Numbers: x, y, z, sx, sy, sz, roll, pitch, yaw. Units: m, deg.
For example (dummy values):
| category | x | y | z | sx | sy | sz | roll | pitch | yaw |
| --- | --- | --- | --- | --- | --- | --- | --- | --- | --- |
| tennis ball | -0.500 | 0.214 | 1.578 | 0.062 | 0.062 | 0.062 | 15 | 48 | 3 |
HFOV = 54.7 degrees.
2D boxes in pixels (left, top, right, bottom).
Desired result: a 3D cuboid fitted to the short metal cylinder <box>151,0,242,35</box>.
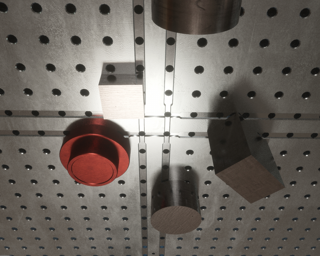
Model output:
| category | x | y | z | sx | sy | sz | roll | pitch | yaw |
| --- | --- | --- | --- | --- | --- | --- | --- | --- | --- |
| short metal cylinder | 0.032 | -0.122 | 0.272 | 0.081 | 0.080 | 0.050 | 0 | 130 | 0 |

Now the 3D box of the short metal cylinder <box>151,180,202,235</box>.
| category | x | y | z | sx | sy | sz | roll | pitch | yaw |
| --- | --- | --- | --- | --- | --- | --- | --- | --- | --- |
| short metal cylinder | 0.025 | 0.130 | 0.507 | 0.081 | 0.050 | 0.079 | 0 | 130 | 0 |

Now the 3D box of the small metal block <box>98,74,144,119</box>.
| category | x | y | z | sx | sy | sz | roll | pitch | yaw |
| --- | --- | --- | --- | --- | --- | --- | --- | --- | --- |
| small metal block | -0.045 | -0.038 | 0.379 | 0.050 | 0.025 | 0.050 | -1 | 130 | 0 |

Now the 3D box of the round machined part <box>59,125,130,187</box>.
| category | x | y | z | sx | sy | sz | roll | pitch | yaw |
| --- | --- | --- | --- | --- | --- | --- | --- | --- | --- |
| round machined part | -0.092 | 0.045 | 0.438 | 0.099 | 0.042 | 0.097 | -1 | 130 | 0 |

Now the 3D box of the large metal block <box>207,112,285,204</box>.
| category | x | y | z | sx | sy | sz | roll | pitch | yaw |
| --- | --- | --- | --- | --- | --- | --- | --- | --- | --- |
| large metal block | 0.112 | 0.040 | 0.411 | 0.050 | 0.080 | 0.080 | -35 | 122 | 26 |
